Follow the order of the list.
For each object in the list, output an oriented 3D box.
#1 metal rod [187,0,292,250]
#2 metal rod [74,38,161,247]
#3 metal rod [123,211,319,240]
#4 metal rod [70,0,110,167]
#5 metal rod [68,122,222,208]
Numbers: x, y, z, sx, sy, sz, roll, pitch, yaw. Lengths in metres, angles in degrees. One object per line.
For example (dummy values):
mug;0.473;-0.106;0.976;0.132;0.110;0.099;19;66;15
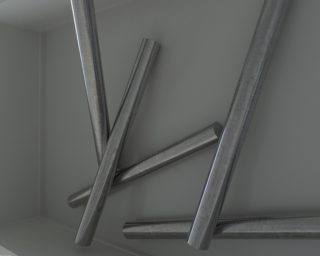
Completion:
metal rod;0.083;-0.016;0.319;0.025;0.025;0.298;22;98;37
metal rod;-0.061;0.024;0.430;0.025;0.025;0.298;24;97;37
metal rod;0.070;0.112;0.347;0.300;0.025;0.025;-16;80;38
metal rod;-0.084;-0.063;0.395;0.025;0.025;0.298;25;131;37
metal rod;-0.039;0.064;0.436;0.299;0.025;0.025;-29;72;35
